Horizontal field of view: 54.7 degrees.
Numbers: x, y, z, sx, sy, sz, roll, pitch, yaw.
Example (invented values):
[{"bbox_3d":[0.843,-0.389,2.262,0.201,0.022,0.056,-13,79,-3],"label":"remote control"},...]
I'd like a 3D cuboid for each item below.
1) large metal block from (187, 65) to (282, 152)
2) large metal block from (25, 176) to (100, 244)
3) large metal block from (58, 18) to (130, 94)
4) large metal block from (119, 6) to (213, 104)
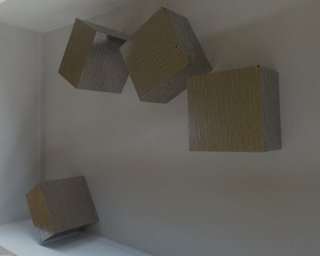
[{"bbox_3d":[0.077,-0.016,0.326,0.080,0.050,0.079,-3,88,39],"label":"large metal block"},{"bbox_3d":[-0.156,0.128,0.497,0.050,0.081,0.080,-37,68,33],"label":"large metal block"},{"bbox_3d":[-0.085,-0.099,0.438,0.050,0.081,0.079,39,114,33],"label":"large metal block"},{"bbox_3d":[0.005,-0.086,0.385,0.080,0.050,0.080,-34,69,34],"label":"large metal block"}]
